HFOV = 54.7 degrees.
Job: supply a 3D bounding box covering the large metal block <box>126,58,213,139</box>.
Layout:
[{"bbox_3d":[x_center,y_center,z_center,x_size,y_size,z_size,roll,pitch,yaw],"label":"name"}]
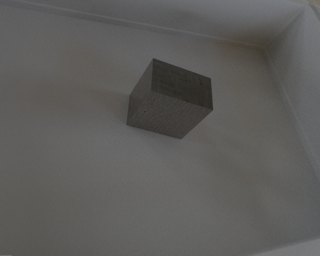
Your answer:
[{"bbox_3d":[0.011,-0.034,0.398,0.081,0.080,0.050,15,56,-20],"label":"large metal block"}]
